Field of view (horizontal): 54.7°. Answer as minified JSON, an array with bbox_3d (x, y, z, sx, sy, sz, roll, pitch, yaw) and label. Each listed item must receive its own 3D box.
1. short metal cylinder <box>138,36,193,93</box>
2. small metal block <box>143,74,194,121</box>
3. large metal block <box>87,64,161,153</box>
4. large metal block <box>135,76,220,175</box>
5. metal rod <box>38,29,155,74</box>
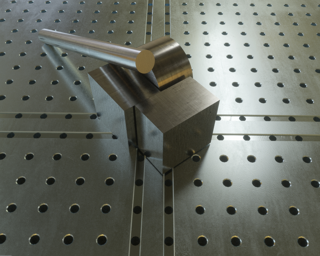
[{"bbox_3d":[-0.003,-0.071,0.398,0.050,0.080,0.080,-30,56,-23],"label":"short metal cylinder"},{"bbox_3d":[0.012,-0.045,0.446,0.050,0.025,0.050,-34,58,-26],"label":"small metal block"},{"bbox_3d":[-0.044,-0.029,0.397,0.050,0.080,0.080,-31,57,-23],"label":"large metal block"},{"bbox_3d":[0.020,-0.003,0.372,0.081,0.080,0.050,-31,57,-23],"label":"large metal block"},{"bbox_3d":[-0.108,-0.116,0.436,0.025,0.025,0.300,-34,37,-25],"label":"metal rod"}]
